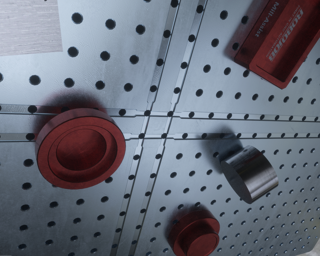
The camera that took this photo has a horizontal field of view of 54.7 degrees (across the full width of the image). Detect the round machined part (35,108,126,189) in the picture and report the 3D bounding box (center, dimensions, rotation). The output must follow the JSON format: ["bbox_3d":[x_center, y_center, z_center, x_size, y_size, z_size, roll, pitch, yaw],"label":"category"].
[{"bbox_3d":[-0.094,0.020,0.362,0.099,0.042,0.097,-14,124,-21],"label":"round machined part"}]

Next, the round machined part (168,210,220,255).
[{"bbox_3d":[0.068,0.201,0.561,0.099,0.042,0.097,-14,124,-21],"label":"round machined part"}]

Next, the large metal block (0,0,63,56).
[{"bbox_3d":[-0.131,-0.107,0.257,0.081,0.050,0.079,-11,123,-23],"label":"large metal block"}]

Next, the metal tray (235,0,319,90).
[{"bbox_3d":[0.172,-0.127,0.422,0.091,0.030,0.129,19,108,-36],"label":"metal tray"}]

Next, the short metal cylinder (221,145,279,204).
[{"bbox_3d":[0.143,0.075,0.499,0.050,0.080,0.080,-30,129,-9],"label":"short metal cylinder"}]
